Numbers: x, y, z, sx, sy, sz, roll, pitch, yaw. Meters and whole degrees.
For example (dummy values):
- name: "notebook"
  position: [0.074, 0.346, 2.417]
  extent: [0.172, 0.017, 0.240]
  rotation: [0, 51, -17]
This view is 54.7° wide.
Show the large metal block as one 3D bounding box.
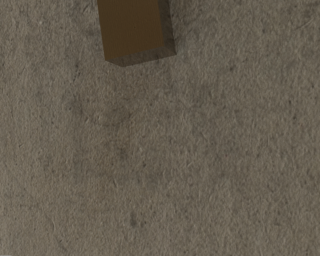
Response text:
- name: "large metal block"
  position: [-0.030, -0.131, 0.405]
  extent: [0.080, 0.050, 0.080]
  rotation: [-9, 87, 19]
